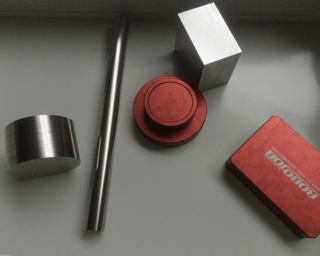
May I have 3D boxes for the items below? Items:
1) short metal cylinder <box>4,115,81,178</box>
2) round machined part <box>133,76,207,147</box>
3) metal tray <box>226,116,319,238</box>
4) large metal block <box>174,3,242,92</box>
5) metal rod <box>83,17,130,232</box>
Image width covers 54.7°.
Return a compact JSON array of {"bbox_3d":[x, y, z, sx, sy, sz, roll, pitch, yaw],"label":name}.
[{"bbox_3d":[-0.140,0.024,0.370,0.081,0.080,0.050,-12,71,-5],"label":"short metal cylinder"},{"bbox_3d":[0.013,-0.027,0.411,0.099,0.042,0.098,0,70,0],"label":"round machined part"},{"bbox_3d":[0.160,0.059,0.387,0.090,0.030,0.130,-41,76,-14],"label":"metal tray"},{"bbox_3d":[0.060,-0.105,0.419,0.050,0.080,0.080,-21,72,-8],"label":"large metal block"},{"bbox_3d":[-0.068,-0.019,0.415,0.025,0.025,0.299,4,70,1],"label":"metal rod"}]
